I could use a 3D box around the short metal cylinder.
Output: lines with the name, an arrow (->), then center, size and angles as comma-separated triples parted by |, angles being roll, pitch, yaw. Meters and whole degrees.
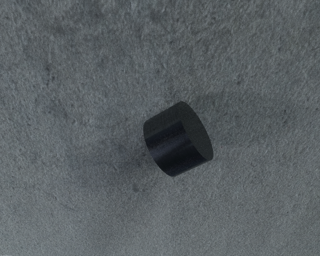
short metal cylinder -> 0.024, 0.014, 0.383 | 0.050, 0.080, 0.080 | -29, 125, 22
